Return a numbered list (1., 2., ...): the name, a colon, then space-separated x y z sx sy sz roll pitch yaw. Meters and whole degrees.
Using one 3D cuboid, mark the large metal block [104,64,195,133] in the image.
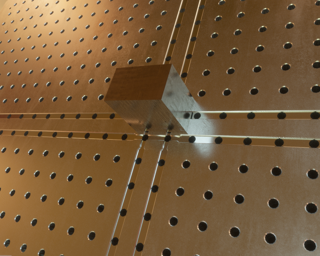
1. large metal block: -0.010 -0.036 0.401 0.080 0.080 0.050 2 63 29
